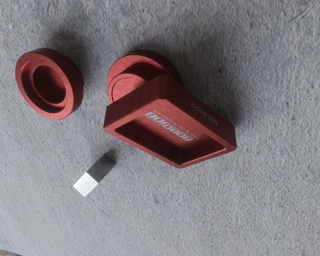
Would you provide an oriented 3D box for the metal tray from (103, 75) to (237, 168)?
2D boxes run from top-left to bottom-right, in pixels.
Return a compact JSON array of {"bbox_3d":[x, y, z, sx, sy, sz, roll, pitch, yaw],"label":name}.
[{"bbox_3d":[0.014,0.001,0.351,0.090,0.030,0.131,-25,139,36],"label":"metal tray"}]

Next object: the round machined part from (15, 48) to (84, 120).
[{"bbox_3d":[-0.147,-0.064,0.432,0.098,0.042,0.097,13,124,20],"label":"round machined part"}]

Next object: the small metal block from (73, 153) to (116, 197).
[{"bbox_3d":[-0.103,0.074,0.489,0.025,0.050,0.050,44,129,-3],"label":"small metal block"}]

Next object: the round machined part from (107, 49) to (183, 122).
[{"bbox_3d":[-0.024,-0.043,0.381,0.098,0.042,0.097,13,124,20],"label":"round machined part"}]
